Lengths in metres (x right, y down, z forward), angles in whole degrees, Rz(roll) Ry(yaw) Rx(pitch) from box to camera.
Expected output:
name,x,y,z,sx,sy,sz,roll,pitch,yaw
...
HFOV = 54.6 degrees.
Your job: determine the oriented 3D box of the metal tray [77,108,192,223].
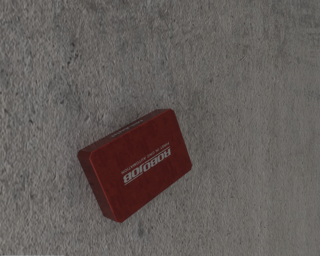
name,x,y,z,sx,sy,sz,roll,pitch,yaw
metal tray,-0.024,0.041,0.381,0.131,0.030,0.090,-31,109,-36
